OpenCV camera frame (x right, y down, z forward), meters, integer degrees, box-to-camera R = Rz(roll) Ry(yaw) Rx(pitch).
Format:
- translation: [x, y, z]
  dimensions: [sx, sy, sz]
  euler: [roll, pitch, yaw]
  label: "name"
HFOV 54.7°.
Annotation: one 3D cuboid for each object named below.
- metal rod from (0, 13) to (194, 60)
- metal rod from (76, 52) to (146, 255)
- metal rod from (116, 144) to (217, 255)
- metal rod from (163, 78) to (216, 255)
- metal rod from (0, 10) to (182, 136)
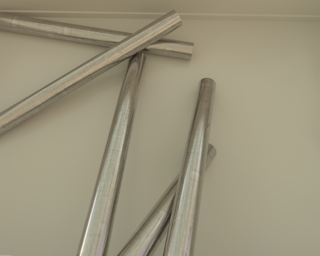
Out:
- translation: [-0.101, -0.137, 0.458]
  dimensions: [0.302, 0.025, 0.025]
  euler: [10, 70, 3]
  label: "metal rod"
- translation: [-0.045, 0.009, 0.346]
  dimensions: [0.025, 0.025, 0.300]
  euler: [5, 47, 2]
  label: "metal rod"
- translation: [-0.007, 0.094, 0.285]
  dimensions: [0.025, 0.025, 0.302]
  euler: [33, 37, 11]
  label: "metal rod"
- translation: [0.035, 0.040, 0.327]
  dimensions: [0.025, 0.025, 0.300]
  euler: [13, 44, 4]
  label: "metal rod"
- translation: [-0.102, -0.073, 0.419]
  dimensions: [0.301, 0.025, 0.025]
  euler: [-32, 74, -5]
  label: "metal rod"
